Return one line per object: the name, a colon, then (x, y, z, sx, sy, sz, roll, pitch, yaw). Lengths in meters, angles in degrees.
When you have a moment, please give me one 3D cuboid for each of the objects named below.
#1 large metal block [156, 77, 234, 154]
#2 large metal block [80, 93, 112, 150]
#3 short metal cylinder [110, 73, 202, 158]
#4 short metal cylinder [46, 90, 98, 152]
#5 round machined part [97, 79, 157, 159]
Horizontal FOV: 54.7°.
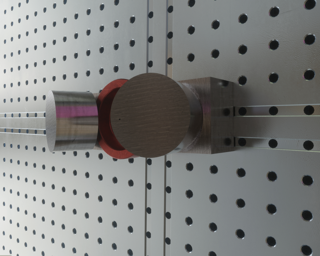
large metal block: (0.037, -0.013, 0.362, 0.080, 0.050, 0.080, -1, 90, 40)
large metal block: (-0.077, -0.010, 0.457, 0.080, 0.050, 0.080, 1, 91, 40)
short metal cylinder: (-0.002, -0.012, 0.313, 0.080, 0.050, 0.080, 0, 90, 20)
short metal cylinder: (-0.118, -0.009, 0.409, 0.080, 0.050, 0.079, 4, 94, 61)
round machined part: (-0.036, -0.011, 0.390, 0.098, 0.042, 0.097, 0, 90, 40)
